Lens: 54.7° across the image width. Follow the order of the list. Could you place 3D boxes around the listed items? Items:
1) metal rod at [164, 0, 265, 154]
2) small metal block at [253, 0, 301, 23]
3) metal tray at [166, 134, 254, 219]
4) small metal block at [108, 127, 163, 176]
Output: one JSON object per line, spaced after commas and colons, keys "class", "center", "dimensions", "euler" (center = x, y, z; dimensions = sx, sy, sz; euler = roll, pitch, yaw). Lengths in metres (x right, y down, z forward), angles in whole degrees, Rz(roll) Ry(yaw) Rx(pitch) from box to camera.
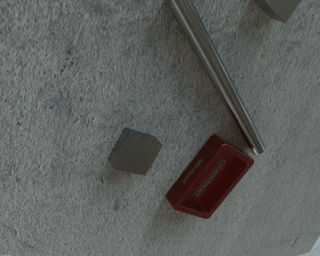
{"class": "metal rod", "center": [0.090, -0.054, 0.424], "dimensions": [0.025, 0.025, 0.300], "euler": [-41, 130, -1]}
{"class": "small metal block", "center": [0.151, -0.169, 0.387], "dimensions": [0.050, 0.025, 0.050], "euler": [23, 106, -37]}
{"class": "metal tray", "center": [0.082, 0.082, 0.501], "dimensions": [0.090, 0.030, 0.130], "euler": [28, 103, -38]}
{"class": "small metal block", "center": [-0.033, 0.032, 0.410], "dimensions": [0.050, 0.025, 0.050], "euler": [18, 109, -36]}
